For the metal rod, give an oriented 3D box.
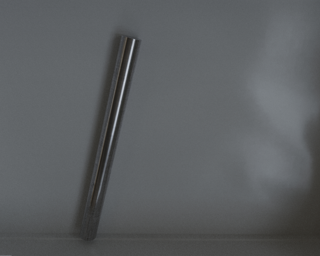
[{"bbox_3d":[-0.072,0.027,0.420,0.025,0.025,0.298,14,109,-6],"label":"metal rod"}]
